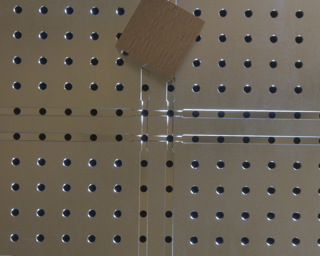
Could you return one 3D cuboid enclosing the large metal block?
[{"bbox_3d":[0.000,-0.115,0.401,0.080,0.050,0.080,30,90,0],"label":"large metal block"}]
